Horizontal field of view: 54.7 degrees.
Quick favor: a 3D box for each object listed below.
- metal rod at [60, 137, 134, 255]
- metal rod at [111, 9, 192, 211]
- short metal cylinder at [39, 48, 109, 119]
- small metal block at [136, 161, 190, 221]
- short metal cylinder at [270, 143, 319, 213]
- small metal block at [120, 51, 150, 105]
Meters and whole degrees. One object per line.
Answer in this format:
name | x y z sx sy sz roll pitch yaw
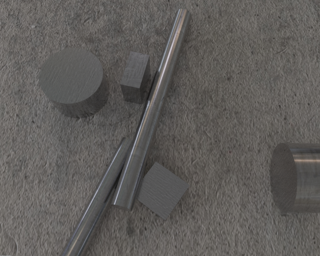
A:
metal rod | -0.100 0.146 0.353 0.025 0.025 0.300 24 71 8
metal rod | -0.004 -0.041 0.409 0.025 0.025 0.300 15 65 5
short metal cylinder | -0.112 -0.059 0.415 0.081 0.050 0.080 0 70 0
small metal block | 0.001 0.078 0.380 0.050 0.025 0.050 34 73 11
short metal cylinder | 0.167 0.057 0.359 0.050 0.080 0.080 1 70 0
small metal block | -0.032 -0.067 0.419 0.025 0.050 0.050 13 71 5
